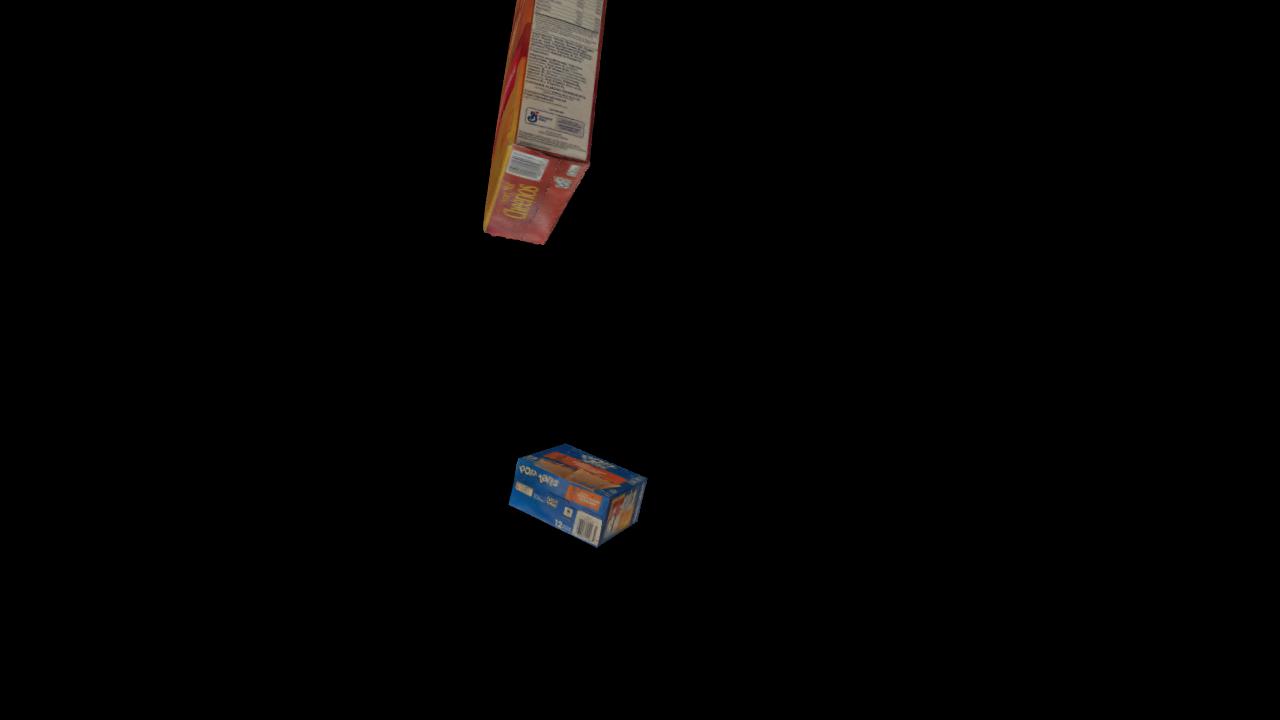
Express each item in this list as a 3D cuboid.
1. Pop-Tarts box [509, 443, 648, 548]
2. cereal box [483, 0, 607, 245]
[{"bbox_3d":[-0.096,0.208,0.978,0.167,0.083,0.141,19,10,23],"label":"Pop-Tarts box"},{"bbox_3d":[-0.095,-0.298,0.629,0.081,0.306,0.203,8,-12,-19],"label":"cereal box"}]
